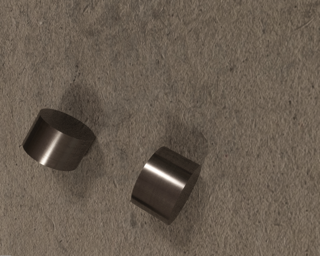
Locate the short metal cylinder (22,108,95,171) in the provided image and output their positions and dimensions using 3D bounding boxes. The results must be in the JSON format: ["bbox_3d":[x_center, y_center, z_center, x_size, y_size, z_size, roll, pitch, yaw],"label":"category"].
[{"bbox_3d":[-0.138,0.015,0.427,0.080,0.080,0.050,35,101,16],"label":"short metal cylinder"}]

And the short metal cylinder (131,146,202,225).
[{"bbox_3d":[0.009,0.069,0.376,0.050,0.080,0.080,27,99,17],"label":"short metal cylinder"}]
